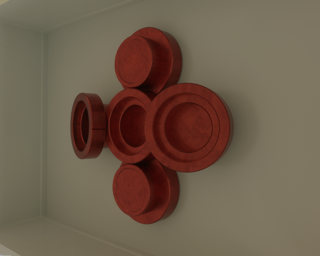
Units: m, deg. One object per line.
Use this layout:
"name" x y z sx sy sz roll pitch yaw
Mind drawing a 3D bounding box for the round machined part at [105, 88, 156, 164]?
"round machined part" -0.027 -0.003 0.415 0.098 0.042 0.097 0 90 40

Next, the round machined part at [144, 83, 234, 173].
"round machined part" 0.035 0.000 0.354 0.098 0.042 0.097 0 90 23

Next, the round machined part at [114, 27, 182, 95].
"round machined part" -0.023 -0.085 0.412 0.098 0.042 0.097 0 90 40

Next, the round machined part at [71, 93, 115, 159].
"round machined part" -0.099 -0.003 0.465 0.098 0.042 0.097 0 89 57

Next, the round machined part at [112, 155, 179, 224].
"round machined part" -0.026 0.080 0.415 0.098 0.042 0.097 0 90 40
